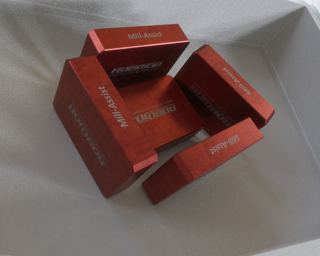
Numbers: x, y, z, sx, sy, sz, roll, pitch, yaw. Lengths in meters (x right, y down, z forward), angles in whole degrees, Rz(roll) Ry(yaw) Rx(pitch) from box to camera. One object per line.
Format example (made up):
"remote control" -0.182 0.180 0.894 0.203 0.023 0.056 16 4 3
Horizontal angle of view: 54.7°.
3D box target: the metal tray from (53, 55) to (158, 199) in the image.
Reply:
"metal tray" -0.064 0.001 0.327 0.030 0.090 0.130 -23 75 -37

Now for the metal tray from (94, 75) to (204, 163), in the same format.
"metal tray" -0.016 -0.013 0.400 0.131 0.030 0.090 -22 74 -36

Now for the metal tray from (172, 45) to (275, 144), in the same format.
"metal tray" 0.080 -0.039 0.431 0.130 0.090 0.030 45 52 3

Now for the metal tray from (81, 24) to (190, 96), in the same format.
"metal tray" -0.036 -0.087 0.396 0.131 0.090 0.030 -17 71 -35

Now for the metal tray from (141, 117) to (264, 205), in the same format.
"metal tray" 0.051 0.038 0.367 0.131 0.090 0.030 -23 74 -36
